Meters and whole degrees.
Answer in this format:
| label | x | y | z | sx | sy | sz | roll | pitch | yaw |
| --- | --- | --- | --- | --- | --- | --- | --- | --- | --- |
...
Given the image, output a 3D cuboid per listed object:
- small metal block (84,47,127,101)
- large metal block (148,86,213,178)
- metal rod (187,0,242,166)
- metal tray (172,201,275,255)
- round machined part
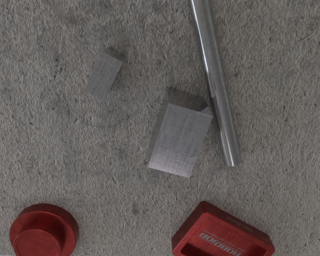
| label | x | y | z | sx | sy | sz | roll | pitch | yaw |
| --- | --- | --- | --- | --- | --- | --- | --- | --- | --- |
| small metal block | -0.064 | -0.066 | 0.371 | 0.025 | 0.050 | 0.050 | 27 | 108 | -10 |
| large metal block | 0.022 | 0.002 | 0.381 | 0.050 | 0.080 | 0.079 | 16 | 109 | -6 |
| metal rod | 0.061 | -0.088 | 0.377 | 0.025 | 0.025 | 0.298 | -14 | 110 | 5 |
| metal tray | 0.095 | 0.179 | 0.473 | 0.130 | 0.030 | 0.090 | 30 | 107 | -11 |
| round machined part | -0.175 | 0.165 | 0.460 | 0.099 | 0.042 | 0.097 | 0 | 110 | 0 |
